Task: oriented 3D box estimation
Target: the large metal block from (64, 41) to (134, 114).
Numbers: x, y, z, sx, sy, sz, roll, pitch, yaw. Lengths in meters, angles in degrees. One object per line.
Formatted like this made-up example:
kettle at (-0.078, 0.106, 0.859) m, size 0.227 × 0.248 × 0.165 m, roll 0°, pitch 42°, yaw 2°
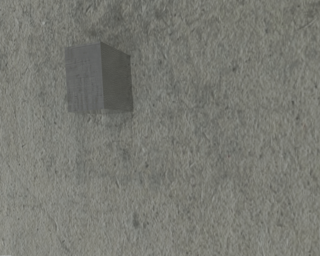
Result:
large metal block at (-0.077, -0.061, 0.408) m, size 0.050 × 0.080 × 0.080 m, roll -4°, pitch 89°, yaw 20°
